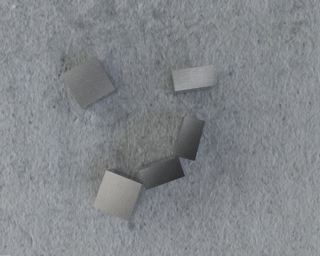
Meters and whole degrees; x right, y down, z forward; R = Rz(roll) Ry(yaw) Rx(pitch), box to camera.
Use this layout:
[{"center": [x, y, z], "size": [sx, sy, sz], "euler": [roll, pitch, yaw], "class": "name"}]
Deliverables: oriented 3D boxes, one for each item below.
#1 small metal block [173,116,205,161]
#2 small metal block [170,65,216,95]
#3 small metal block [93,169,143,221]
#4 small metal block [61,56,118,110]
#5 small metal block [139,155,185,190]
[{"center": [0.036, 0.012, 0.398], "size": [0.025, 0.050, 0.050], "euler": [14, 90, 0], "class": "small metal block"}, {"center": [0.041, -0.061, 0.398], "size": [0.050, 0.050, 0.025], "euler": [-9, 90, 0], "class": "small metal block"}, {"center": [-0.052, 0.086, 0.405], "size": [0.050, 0.025, 0.050], "euler": [20, 90, 10], "class": "small metal block"}, {"center": [-0.092, -0.059, 0.409], "size": [0.050, 0.025, 0.050], "euler": [-30, 90, -1], "class": "small metal block"}, {"center": [0.002, 0.055, 0.398], "size": [0.050, 0.050, 0.025], "euler": [-19, 91, -1], "class": "small metal block"}]
